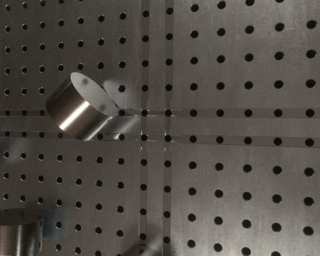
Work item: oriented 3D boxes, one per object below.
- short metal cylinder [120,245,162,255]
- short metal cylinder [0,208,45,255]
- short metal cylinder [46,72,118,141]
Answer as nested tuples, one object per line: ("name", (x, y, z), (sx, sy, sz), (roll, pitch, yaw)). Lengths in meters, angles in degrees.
("short metal cylinder", (-0.031, 0.205, 0.409), (0.080, 0.050, 0.079), (0, 90, 19))
("short metal cylinder", (-0.215, 0.155, 0.457), (0.080, 0.080, 0.050), (5, 92, 19))
("short metal cylinder", (-0.104, -0.029, 0.419), (0.050, 0.080, 0.080), (-42, 77, 15))
